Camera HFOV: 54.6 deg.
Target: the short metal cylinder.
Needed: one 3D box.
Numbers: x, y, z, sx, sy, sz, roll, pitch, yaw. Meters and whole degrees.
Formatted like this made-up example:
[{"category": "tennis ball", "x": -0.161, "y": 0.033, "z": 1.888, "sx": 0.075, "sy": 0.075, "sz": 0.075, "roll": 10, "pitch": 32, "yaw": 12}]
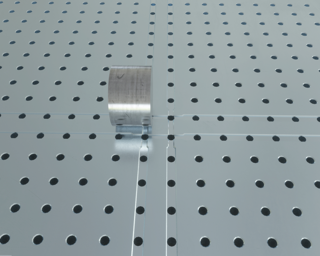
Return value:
[{"category": "short metal cylinder", "x": -0.036, "y": -0.042, "z": 0.407, "sx": 0.050, "sy": 0.080, "sz": 0.080, "roll": 1, "pitch": 50, "yaw": 1}]
